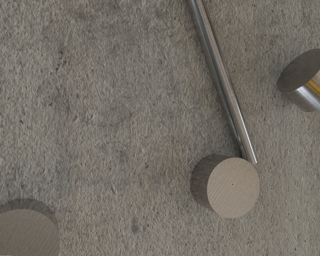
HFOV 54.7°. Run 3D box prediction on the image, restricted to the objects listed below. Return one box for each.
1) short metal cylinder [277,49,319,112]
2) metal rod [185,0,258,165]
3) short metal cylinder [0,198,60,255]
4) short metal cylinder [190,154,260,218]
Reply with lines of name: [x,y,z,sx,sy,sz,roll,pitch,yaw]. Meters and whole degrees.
short metal cylinder: [0.225,-0.071,0.463,0.050,0.080,0.080,36,78,-17]
metal rod: [0.081,-0.087,0.438,0.025,0.025,0.298,-23,98,-19]
short metal cylinder: [-0.153,0.122,0.339,0.081,0.050,0.079,0,90,-20]
short metal cylinder: [0.089,0.078,0.429,0.081,0.050,0.079,0,90,-20]
